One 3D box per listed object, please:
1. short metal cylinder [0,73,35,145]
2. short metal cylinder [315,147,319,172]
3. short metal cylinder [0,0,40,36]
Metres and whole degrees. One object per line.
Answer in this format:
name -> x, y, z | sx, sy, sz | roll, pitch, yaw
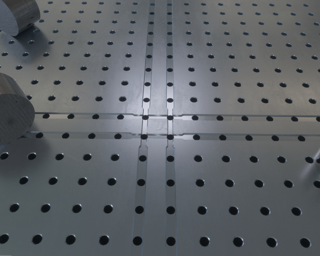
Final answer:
short metal cylinder -> -0.208, -0.024, 0.390 | 0.081, 0.080, 0.050 | -31, 57, -23
short metal cylinder -> 0.235, 0.032, 0.366 | 0.081, 0.050, 0.080 | 0, 50, 0
short metal cylinder -> -0.261, -0.211, 0.547 | 0.080, 0.080, 0.050 | 26, 55, 20
